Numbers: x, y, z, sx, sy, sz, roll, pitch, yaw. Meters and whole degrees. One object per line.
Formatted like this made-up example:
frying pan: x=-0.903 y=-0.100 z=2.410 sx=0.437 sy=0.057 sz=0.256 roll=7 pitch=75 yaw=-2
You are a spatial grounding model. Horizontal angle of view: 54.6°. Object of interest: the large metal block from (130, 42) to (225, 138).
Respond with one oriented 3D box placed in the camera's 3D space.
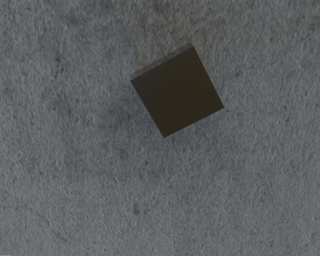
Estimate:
large metal block: x=0.021 y=-0.047 z=0.379 sx=0.080 sy=0.050 sz=0.080 roll=-27 pitch=108 yaw=9
